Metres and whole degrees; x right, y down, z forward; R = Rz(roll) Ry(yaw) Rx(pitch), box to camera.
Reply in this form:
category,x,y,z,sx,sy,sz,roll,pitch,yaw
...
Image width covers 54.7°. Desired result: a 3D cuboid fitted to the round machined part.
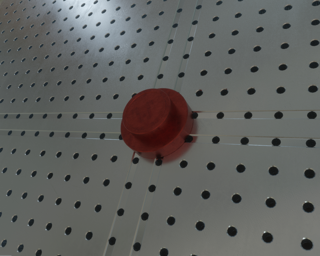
category,x,y,z,sx,sy,sz,roll,pitch,yaw
round machined part,-0.010,-0.013,0.409,0.098,0.042,0.098,-13,56,20
